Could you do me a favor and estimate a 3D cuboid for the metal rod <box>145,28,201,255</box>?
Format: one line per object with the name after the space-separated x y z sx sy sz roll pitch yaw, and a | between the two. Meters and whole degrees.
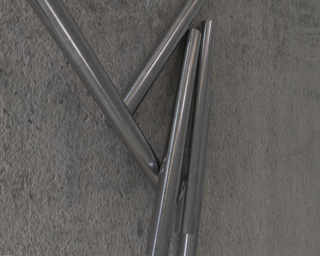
0.021 0.001 0.387 0.025 0.025 0.299 29 61 -37 | metal rod

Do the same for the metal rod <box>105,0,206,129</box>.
0.016 -0.122 0.417 0.025 0.025 0.300 44 63 -31 | metal rod

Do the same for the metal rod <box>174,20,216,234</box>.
0.051 -0.011 0.427 0.025 0.025 0.299 20 72 -38 | metal rod

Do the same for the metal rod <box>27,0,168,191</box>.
-0.041 -0.008 0.334 0.025 0.025 0.299 -51 131 -28 | metal rod

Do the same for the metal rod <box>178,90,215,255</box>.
0.050 0.092 0.446 0.025 0.025 0.298 13 82 -39 | metal rod
